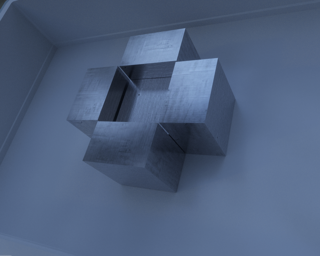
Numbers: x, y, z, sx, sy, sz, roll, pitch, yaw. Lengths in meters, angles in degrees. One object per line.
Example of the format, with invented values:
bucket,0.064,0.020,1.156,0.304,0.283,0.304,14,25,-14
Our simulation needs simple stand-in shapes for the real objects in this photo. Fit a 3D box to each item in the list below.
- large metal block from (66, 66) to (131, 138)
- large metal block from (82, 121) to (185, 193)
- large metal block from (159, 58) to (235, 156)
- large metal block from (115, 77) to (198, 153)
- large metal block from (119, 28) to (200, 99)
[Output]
large metal block,-0.069,-0.026,0.422,0.050,0.080,0.080,1,62,29
large metal block,-0.027,0.034,0.362,0.080,0.080,0.050,2,63,29
large metal block,0.047,-0.022,0.358,0.050,0.080,0.080,1,62,29
large metal block,-0.004,-0.017,0.399,0.080,0.050,0.080,1,62,28
large metal block,0.006,-0.081,0.415,0.080,0.080,0.050,1,62,28
